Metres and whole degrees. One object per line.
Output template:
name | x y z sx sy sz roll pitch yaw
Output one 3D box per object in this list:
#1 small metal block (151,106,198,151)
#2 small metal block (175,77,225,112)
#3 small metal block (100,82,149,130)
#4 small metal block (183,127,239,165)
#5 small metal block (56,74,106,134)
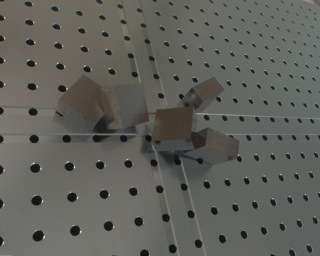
small metal block | 0.020 0.001 0.400 0.050 0.025 0.050 -4 53 18
small metal block | 0.057 -0.043 0.448 0.050 0.050 0.025 -30 78 -37
small metal block | -0.042 -0.028 0.380 0.050 0.025 0.050 -18 101 -54
small metal block | 0.067 0.025 0.407 0.050 0.050 0.025 22 65 -22
small metal block | -0.089 -0.029 0.378 0.050 0.025 0.050 35 51 -5
